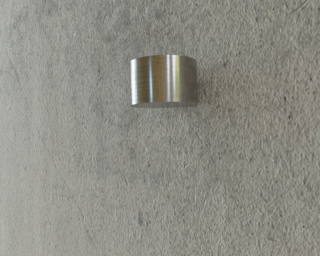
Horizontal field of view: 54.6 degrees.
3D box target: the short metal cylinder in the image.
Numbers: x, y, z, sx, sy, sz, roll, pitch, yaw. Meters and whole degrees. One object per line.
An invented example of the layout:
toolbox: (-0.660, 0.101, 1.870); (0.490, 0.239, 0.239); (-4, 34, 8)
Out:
short metal cylinder: (0.004, -0.052, 0.367); (0.080, 0.081, 0.050); (-3, 89, 40)
